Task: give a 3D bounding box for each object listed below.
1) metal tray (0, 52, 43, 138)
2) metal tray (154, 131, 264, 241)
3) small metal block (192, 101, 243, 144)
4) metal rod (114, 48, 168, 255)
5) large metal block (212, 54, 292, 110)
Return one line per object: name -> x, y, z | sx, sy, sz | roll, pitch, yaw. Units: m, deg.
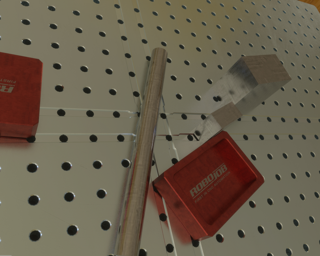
metal tray -> -0.196, -0.041, 0.324 | 0.131, 0.030, 0.090 | 7, 59, -25
metal tray -> 0.067, 0.069, 0.400 | 0.131, 0.030, 0.090 | -30, 79, -38
small metal block -> 0.082, -0.007, 0.442 | 0.050, 0.050, 0.025 | -28, 78, -38
metal rod -> -0.017, 0.008, 0.395 | 0.025, 0.025, 0.300 | 20, 54, -17
large metal block -> 0.145, -0.071, 0.497 | 0.081, 0.080, 0.050 | -12, 68, -33
